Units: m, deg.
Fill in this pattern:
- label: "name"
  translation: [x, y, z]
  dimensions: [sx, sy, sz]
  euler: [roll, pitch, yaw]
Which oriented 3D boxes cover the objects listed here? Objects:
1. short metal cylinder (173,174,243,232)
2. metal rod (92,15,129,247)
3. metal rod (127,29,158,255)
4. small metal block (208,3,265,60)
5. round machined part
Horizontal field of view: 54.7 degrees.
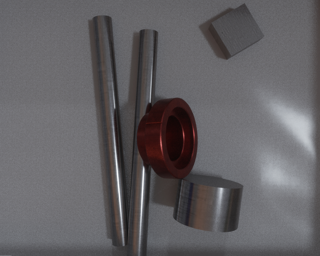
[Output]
- label: "short metal cylinder"
  translation: [0.059, 0.090, 0.385]
  dimensions: [0.081, 0.080, 0.050]
  euler: [7, 90, -1]
- label: "metal rod"
  translation: [-0.064, 0.004, 0.410]
  dimensions: [0.025, 0.025, 0.298]
  euler: [-5, 90, -1]
- label: "metal rod"
  translation: [-0.022, 0.022, 0.403]
  dimensions: [0.025, 0.025, 0.298]
  euler: [3, 87, -1]
- label: "small metal block"
  translation: [0.101, -0.128, 0.413]
  dimensions: [0.050, 0.025, 0.050]
  euler: [-31, 90, -1]
- label: "round machined part"
  translation: [0.007, 0.013, 0.382]
  dimensions: [0.042, 0.099, 0.097]
  euler: [-3, 90, 30]
